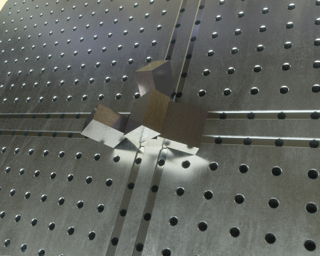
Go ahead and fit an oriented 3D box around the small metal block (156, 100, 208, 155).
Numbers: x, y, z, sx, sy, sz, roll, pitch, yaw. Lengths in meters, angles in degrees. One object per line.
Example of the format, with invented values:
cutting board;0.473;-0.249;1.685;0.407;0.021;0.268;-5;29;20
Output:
small metal block;0.027;0.000;0.381;0.050;0.025;0.050;16;66;1

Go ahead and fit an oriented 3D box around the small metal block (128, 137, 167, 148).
small metal block;-0.011;-0.003;0.417;0.050;0.025;0.050;3;63;29

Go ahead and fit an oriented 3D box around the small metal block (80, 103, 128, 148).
small metal block;-0.072;-0.002;0.419;0.050;0.050;0.025;-37;34;51

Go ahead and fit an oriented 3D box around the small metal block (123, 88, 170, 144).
small metal block;-0.017;-0.014;0.379;0.050;0.025;0.050;-27;43;55

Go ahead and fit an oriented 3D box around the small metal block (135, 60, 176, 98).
small metal block;-0.005;-0.060;0.419;0.025;0.050;0.050;3;27;30
